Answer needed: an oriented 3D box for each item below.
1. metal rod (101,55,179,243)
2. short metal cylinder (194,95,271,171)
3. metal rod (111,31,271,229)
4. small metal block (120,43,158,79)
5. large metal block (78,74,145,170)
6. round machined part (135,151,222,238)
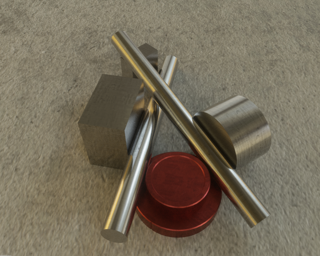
[{"bbox_3d":[-0.012,-0.003,0.388,0.025,0.025,0.300,9,44,7],"label":"metal rod"},{"bbox_3d":[0.082,0.008,0.364,0.050,0.080,0.080,-26,55,-20],"label":"short metal cylinder"},{"bbox_3d":[0.022,-0.016,0.374,0.025,0.025,0.300,-26,64,-20],"label":"metal rod"},{"bbox_3d":[-0.030,-0.091,0.464,0.025,0.050,0.050,38,59,27],"label":"small metal block"},{"bbox_3d":[-0.053,-0.006,0.373,0.050,0.080,0.080,9,51,7],"label":"large metal block"},{"bbox_3d":[0.019,0.065,0.340,0.099,0.042,0.098,0,50,0],"label":"round machined part"}]
